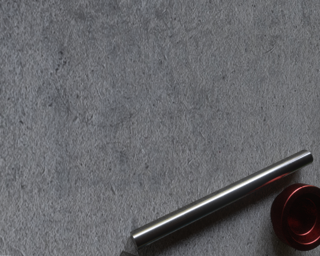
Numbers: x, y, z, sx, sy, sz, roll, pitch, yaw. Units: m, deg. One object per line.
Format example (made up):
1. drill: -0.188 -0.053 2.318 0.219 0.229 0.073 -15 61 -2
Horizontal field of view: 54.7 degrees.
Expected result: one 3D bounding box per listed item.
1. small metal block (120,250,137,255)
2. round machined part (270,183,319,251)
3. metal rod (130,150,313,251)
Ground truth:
1. small metal block: -0.035 0.193 0.397 0.050 0.025 0.050 29 81 -18
2. round machined part: 0.212 0.134 0.478 0.099 0.042 0.097 0 90 -20
3. metal rod: 0.101 0.095 0.446 0.302 0.025 0.025 -20 97 -19
